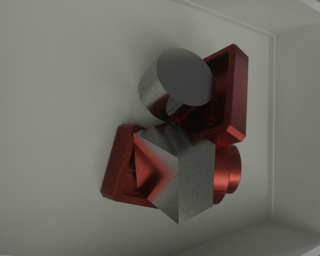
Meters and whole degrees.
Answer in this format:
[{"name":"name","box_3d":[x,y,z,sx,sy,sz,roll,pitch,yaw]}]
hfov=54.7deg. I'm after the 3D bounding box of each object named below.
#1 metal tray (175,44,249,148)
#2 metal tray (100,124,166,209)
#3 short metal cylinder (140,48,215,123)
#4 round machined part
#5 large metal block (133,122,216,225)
[{"name":"metal tray","box_3d":[0.065,-0.036,0.399,0.030,0.090,0.130,32,54,-33]},{"name":"metal tray","box_3d":[-0.004,0.056,0.399,0.131,0.030,0.090,22,76,-38]},{"name":"short metal cylinder","box_3d":[0.021,-0.053,0.389,0.081,0.050,0.080,12,63,-23]},{"name":"round machined part","box_3d":[0.077,0.054,0.419,0.042,0.098,0.097,5,86,-10]},{"name":"large metal block","box_3d":[0.015,0.047,0.353,0.050,0.080,0.079,-18,117,-33]}]
